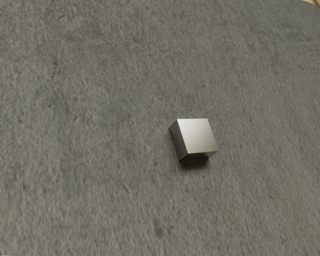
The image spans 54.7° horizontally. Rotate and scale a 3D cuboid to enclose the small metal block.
[{"bbox_3d":[0.046,0.015,0.421,0.050,0.025,0.050,-2,63,-30],"label":"small metal block"}]
